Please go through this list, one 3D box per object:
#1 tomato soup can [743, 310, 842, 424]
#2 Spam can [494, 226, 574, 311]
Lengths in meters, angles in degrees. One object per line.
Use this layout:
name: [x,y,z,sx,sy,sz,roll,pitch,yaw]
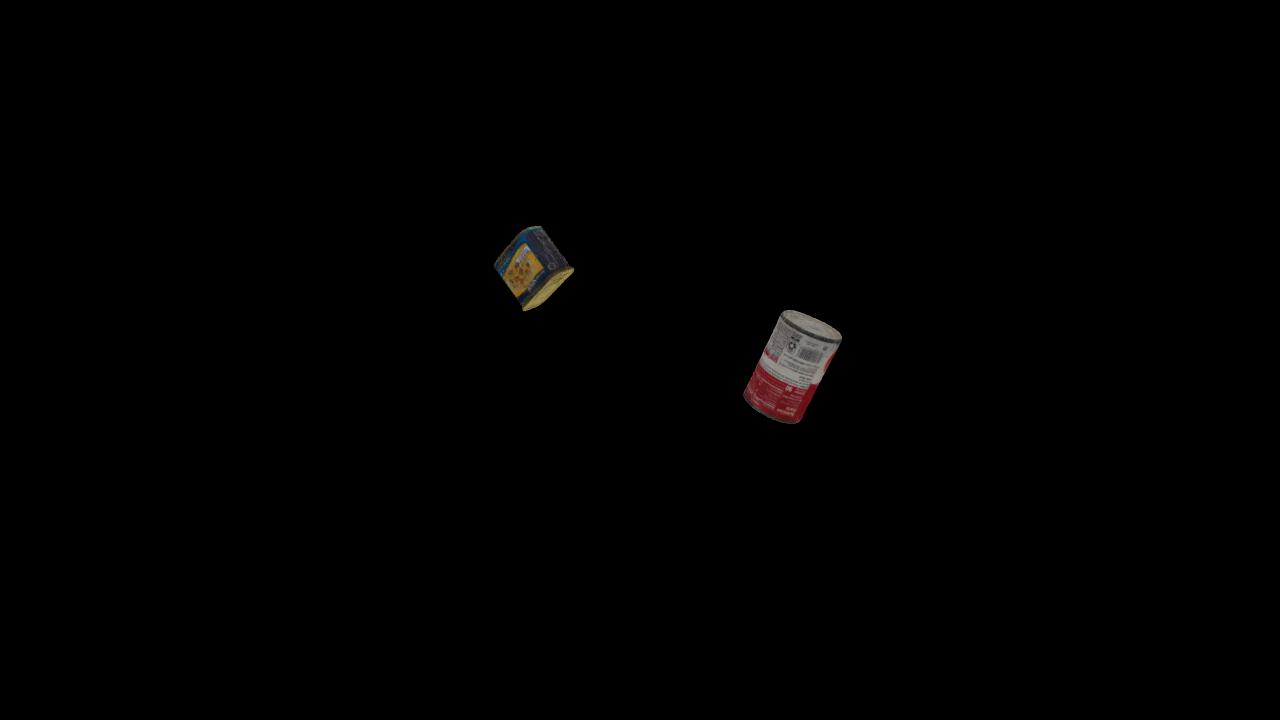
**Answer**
tomato soup can: [0.158,0.006,0.642,0.068,0.101,0.068,17,23,-8]
Spam can: [-0.162,-0.138,0.925,0.101,0.085,0.058,-39,-4,35]
